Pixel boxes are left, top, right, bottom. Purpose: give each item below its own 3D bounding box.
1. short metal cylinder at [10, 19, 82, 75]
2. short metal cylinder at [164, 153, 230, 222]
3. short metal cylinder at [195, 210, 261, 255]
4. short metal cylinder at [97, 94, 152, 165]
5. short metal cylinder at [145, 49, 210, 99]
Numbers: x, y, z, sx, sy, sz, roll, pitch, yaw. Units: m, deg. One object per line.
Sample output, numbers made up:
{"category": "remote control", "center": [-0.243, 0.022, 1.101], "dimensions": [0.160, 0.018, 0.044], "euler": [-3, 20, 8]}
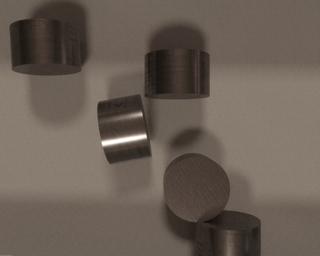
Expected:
{"category": "short metal cylinder", "center": [-0.140, -0.096, 0.382], "dimensions": [0.081, 0.080, 0.050], "euler": [-3, 90, -1]}
{"category": "short metal cylinder", "center": [0.045, 0.074, 0.400], "dimensions": [0.081, 0.050, 0.079], "euler": [0, 90, -1]}
{"category": "short metal cylinder", "center": [0.084, 0.138, 0.385], "dimensions": [0.081, 0.080, 0.050], "euler": [0, 91, -1]}
{"category": "short metal cylinder", "center": [-0.042, 0.002, 0.383], "dimensions": [0.050, 0.080, 0.080], "euler": [-10, 90, 0]}
{"category": "short metal cylinder", "center": [0.021, -0.064, 0.384], "dimensions": [0.081, 0.080, 0.050], "euler": [0, 90, -1]}
